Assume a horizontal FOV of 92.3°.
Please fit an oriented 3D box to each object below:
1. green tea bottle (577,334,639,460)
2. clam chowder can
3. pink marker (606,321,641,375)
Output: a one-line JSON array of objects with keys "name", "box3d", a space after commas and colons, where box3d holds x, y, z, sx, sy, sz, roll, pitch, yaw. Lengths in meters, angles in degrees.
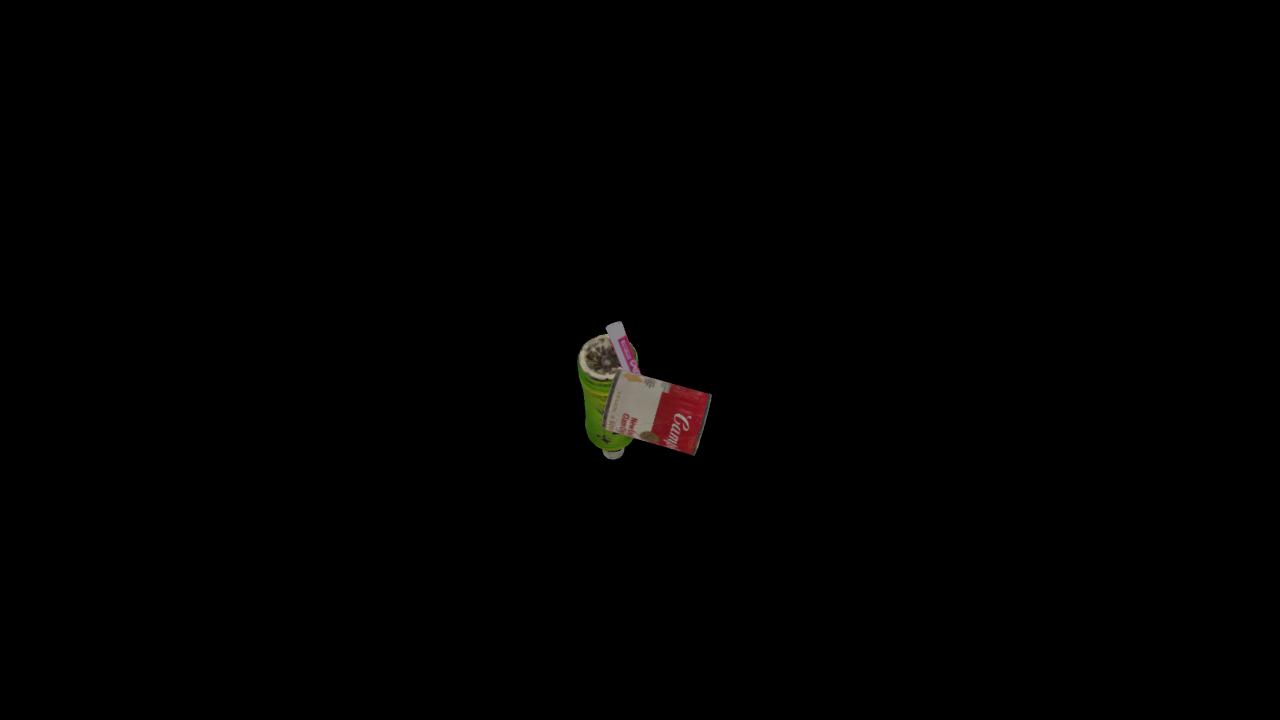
[{"name": "green tea bottle", "box3d": [-0.035, 0.059, 0.761, 0.073, 0.073, 0.212, 0, -38, 2]}, {"name": "clam chowder can", "box3d": [0.017, 0.054, 0.644, 0.102, 0.068, 0.068, 16, 1, 4]}, {"name": "pink marker", "box3d": [-0.008, 0.016, 0.675, 0.020, 0.121, 0.020, -19, 16, 6]}]
